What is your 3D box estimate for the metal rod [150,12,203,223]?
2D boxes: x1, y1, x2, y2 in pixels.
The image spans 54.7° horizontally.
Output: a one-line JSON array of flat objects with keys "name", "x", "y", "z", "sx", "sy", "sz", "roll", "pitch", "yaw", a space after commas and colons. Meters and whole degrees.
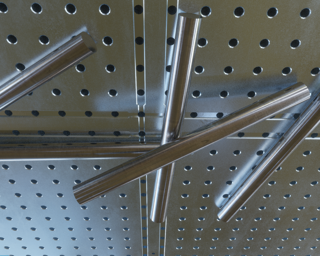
[{"name": "metal rod", "x": 0.014, "y": 0.010, "z": 0.394, "sx": 0.025, "sy": 0.025, "sz": 0.298, "roll": 5, "pitch": 122, "yaw": -5}]

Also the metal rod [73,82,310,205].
[{"name": "metal rod", "x": 0.038, "y": 0.018, "z": 0.374, "sx": 0.301, "sy": 0.025, "sz": 0.025, "roll": -25, "pitch": 128, "yaw": -1}]

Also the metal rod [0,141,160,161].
[{"name": "metal rod", "x": -0.134, "y": 0.033, "z": 0.437, "sx": 0.302, "sy": 0.025, "sz": 0.025, "roll": -1, "pitch": 130, "yaw": 0}]

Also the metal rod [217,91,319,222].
[{"name": "metal rod", "x": 0.165, "y": 0.048, "z": 0.455, "sx": 0.025, "sy": 0.025, "sz": 0.298, "roll": 16, "pitch": 128, "yaw": -14}]

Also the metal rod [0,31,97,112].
[{"name": "metal rod", "x": -0.203, "y": -0.031, "z": 0.381, "sx": 0.300, "sy": 0.025, "sz": 0.025, "roll": -25, "pitch": 126, "yaw": 19}]
